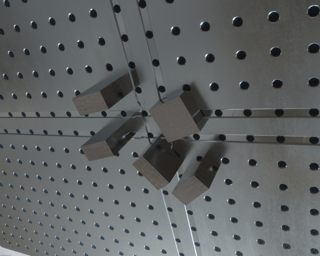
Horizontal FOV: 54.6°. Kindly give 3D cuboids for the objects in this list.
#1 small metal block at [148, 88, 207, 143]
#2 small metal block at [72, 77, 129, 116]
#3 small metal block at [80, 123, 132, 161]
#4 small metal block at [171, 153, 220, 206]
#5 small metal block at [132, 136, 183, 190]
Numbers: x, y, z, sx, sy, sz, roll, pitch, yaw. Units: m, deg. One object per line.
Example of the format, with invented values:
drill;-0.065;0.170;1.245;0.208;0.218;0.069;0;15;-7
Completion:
small metal block;0.022;-0.015;0.391;0.050;0.025;0.050;-22;107;36
small metal block;-0.078;-0.042;0.411;0.050;0.050;0.025;-10;113;32
small metal block;-0.077;0.020;0.449;0.050;0.050;0.025;-14;111;34
small metal block;0.048;0.068;0.412;0.025;0.050;0.050;42;129;0
small metal block;-0.002;0.048;0.426;0.050;0.050;0.025;46;129;-4
